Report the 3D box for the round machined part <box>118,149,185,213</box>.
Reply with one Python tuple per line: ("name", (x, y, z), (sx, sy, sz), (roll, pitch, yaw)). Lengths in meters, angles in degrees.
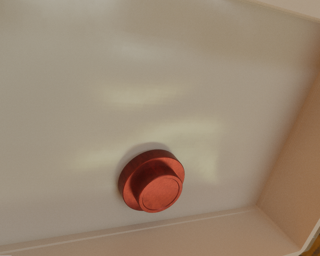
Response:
("round machined part", (-0.007, 0.083, 0.447), (0.099, 0.042, 0.097), (-14, 125, -21))
